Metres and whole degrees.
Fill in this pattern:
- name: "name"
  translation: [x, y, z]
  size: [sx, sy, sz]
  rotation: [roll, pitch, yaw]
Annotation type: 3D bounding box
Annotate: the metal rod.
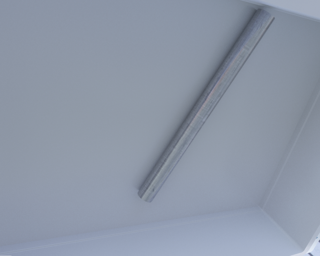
- name: "metal rod"
  translation: [0.056, -0.021, 0.425]
  size: [0.025, 0.025, 0.299]
  rotation: [23, 106, -36]
